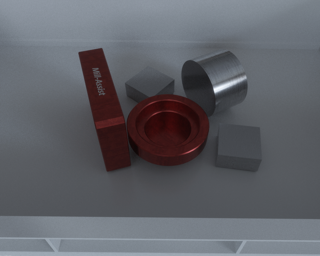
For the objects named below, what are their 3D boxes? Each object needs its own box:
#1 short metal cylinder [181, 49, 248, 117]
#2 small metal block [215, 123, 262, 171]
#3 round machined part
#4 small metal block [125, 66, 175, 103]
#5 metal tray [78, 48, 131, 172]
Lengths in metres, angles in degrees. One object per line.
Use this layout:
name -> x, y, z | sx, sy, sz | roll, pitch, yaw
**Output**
short metal cylinder -> 0.072, -0.061, 0.419 | 0.050, 0.080, 0.080 | -23, 54, -18
small metal block -> 0.097, 0.023, 0.385 | 0.050, 0.025, 0.050 | 6, 50, 7
round machined part -> 0.009, 0.007, 0.385 | 0.099, 0.042, 0.098 | 0, 50, 0
small metal block -> -0.014, -0.059, 0.452 | 0.050, 0.025, 0.050 | 32, 57, 25
metal tray -> -0.068, -0.024, 0.380 | 0.030, 0.089, 0.130 | -13, 51, -11
